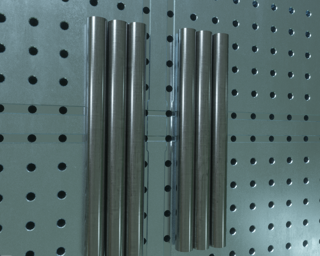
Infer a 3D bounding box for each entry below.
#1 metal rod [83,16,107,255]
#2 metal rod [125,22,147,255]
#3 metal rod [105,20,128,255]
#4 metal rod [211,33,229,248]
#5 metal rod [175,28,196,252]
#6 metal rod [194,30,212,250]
[{"bbox_3d":[-0.080,0.016,0.382,0.025,0.025,0.298,1,90,-20],"label":"metal rod"},{"bbox_3d":[-0.032,0.017,0.400,0.025,0.025,0.298,1,90,-20],"label":"metal rod"},{"bbox_3d":[-0.055,0.017,0.391,0.025,0.025,0.298,1,90,-20],"label":"metal rod"},{"bbox_3d":[0.084,0.017,0.443,0.025,0.025,0.298,1,90,-20],"label":"metal rod"},{"bbox_3d":[0.035,0.016,0.425,0.025,0.025,0.298,1,90,-20],"label":"metal rod"},{"bbox_3d":[0.059,0.017,0.433,0.025,0.025,0.298,1,90,-20],"label":"metal rod"}]
